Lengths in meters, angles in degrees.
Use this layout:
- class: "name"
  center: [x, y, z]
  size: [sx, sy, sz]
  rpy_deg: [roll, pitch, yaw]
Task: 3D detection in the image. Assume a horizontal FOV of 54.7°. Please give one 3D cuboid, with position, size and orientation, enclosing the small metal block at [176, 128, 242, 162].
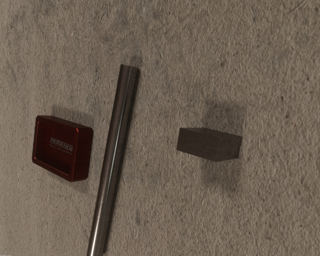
- class: "small metal block"
  center: [0.055, 0.017, 0.342]
  size: [0.050, 0.050, 0.025]
  rpy_deg: [15, 100, 38]

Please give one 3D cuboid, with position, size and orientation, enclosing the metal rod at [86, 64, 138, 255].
- class: "metal rod"
  center: [-0.073, 0.056, 0.462]
  size: [0.025, 0.025, 0.298]
  rpy_deg: [19, 102, 38]

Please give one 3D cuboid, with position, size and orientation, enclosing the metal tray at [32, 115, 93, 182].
- class: "metal tray"
  center: [-0.174, 0.032, 0.541]
  size: [0.130, 0.030, 0.089]
  rpy_deg: [14, 99, 38]
